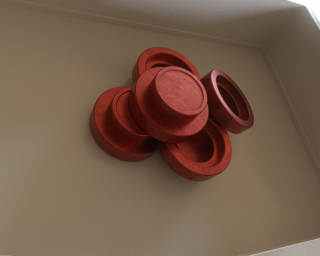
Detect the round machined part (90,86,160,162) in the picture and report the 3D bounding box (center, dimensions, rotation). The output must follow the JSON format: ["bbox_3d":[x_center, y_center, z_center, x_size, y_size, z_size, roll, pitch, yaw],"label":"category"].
[{"bbox_3d":[-0.033,-0.012,0.381,0.099,0.042,0.098,14,56,-21],"label":"round machined part"}]

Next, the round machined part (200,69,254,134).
[{"bbox_3d":[0.089,-0.033,0.449,0.098,0.042,0.098,32,39,-31],"label":"round machined part"}]

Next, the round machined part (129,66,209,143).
[{"bbox_3d":[0.017,-0.034,0.368,0.099,0.042,0.098,14,56,-21],"label":"round machined part"}]

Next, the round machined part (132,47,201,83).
[{"bbox_3d":[0.007,-0.063,0.436,0.099,0.042,0.098,14,56,-21],"label":"round machined part"}]

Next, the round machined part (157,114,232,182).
[{"bbox_3d":[0.040,0.023,0.402,0.099,0.042,0.098,14,56,-21],"label":"round machined part"}]
